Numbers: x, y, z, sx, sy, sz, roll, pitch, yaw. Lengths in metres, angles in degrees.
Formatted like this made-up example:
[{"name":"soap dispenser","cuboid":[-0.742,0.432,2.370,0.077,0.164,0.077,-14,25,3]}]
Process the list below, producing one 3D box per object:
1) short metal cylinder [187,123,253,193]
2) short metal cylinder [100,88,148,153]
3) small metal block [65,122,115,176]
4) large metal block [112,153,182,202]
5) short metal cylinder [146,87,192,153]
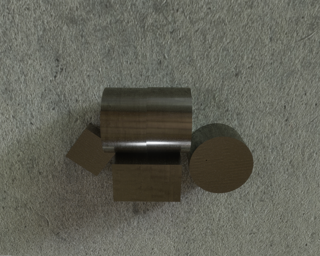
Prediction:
[{"name":"short metal cylinder","cuboid":[0.077,0.039,0.412,0.081,0.050,0.079,0,110,0]},{"name":"short metal cylinder","cuboid":[-0.040,-0.009,0.378,0.050,0.080,0.079,1,110,0]},{"name":"small metal block","cuboid":[-0.090,0.029,0.421,0.050,0.025,0.050,36,106,-13]},{"name":"large metal block","cuboid":[-0.015,0.051,0.401,0.081,0.080,0.050,1,110,-1]},{"name":"short metal cylinder","cuboid":[0.010,-0.010,0.379,0.050,0.080,0.079,1,110,0]}]
